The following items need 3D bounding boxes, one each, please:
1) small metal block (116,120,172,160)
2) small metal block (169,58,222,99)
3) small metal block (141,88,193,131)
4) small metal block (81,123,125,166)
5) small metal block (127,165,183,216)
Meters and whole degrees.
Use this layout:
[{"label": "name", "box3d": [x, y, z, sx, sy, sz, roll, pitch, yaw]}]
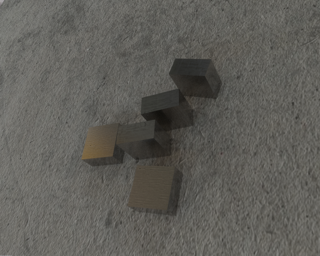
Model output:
[{"label": "small metal block", "box3d": [-0.019, 0.016, 0.388, 0.050, 0.050, 0.025, -10, 58, 23]}, {"label": "small metal block", "box3d": [0.047, -0.064, 0.402, 0.050, 0.050, 0.025, 9, 67, 32]}, {"label": "small metal block", "box3d": [0.010, -0.021, 0.395, 0.050, 0.050, 0.025, -12, 57, 22]}, {"label": "small metal block", "box3d": [-0.076, 0.024, 0.429, 0.050, 0.025, 0.050, -8, 58, 24]}, {"label": "small metal block", "box3d": [-0.005, 0.072, 0.362, 0.050, 0.025, 0.050, -2, 61, 27]}]
